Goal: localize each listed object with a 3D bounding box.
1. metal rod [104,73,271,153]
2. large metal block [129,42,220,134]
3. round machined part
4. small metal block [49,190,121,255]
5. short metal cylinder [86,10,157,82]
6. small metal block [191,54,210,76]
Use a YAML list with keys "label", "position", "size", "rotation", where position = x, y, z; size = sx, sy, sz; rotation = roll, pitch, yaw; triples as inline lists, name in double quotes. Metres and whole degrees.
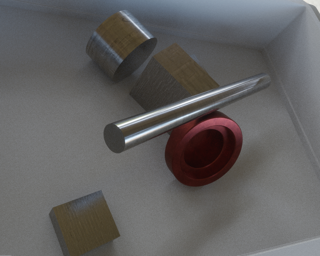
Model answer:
- label: "metal rod"
  position: [0.059, -0.031, 0.356]
  size: [0.302, 0.025, 0.025]
  rotation: [-22, 74, -47]
- label: "large metal block"
  position: [0.017, -0.051, 0.412]
  size: [0.080, 0.080, 0.050]
  rotation: [46, 50, 3]
- label: "round machined part"
  position: [0.050, 0.021, 0.387]
  size: [0.099, 0.097, 0.042]
  rotation: [1, 26, -28]
- label: "small metal block"
  position: [-0.075, 0.096, 0.307]
  size: [0.050, 0.025, 0.050]
  rotation: [-15, 70, -35]
- label: "short metal cylinder"
  position: [-0.050, -0.107, 0.410]
  size: [0.050, 0.080, 0.080]
  rotation: [46, 51, 3]
- label: "small metal block"
  position: [0.044, -0.084, 0.482]
  size: [0.050, 0.025, 0.050]
  rotation: [-21, 73, -36]
